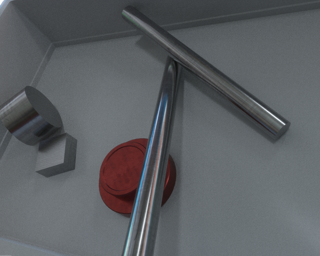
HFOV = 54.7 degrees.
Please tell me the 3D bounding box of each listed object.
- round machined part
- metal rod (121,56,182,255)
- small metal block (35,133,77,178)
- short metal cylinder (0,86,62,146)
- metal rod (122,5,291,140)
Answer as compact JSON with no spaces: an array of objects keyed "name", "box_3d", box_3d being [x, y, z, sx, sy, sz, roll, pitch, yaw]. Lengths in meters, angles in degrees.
[{"name":"round machined part","box_3d":[-0.034,0.056,0.377,0.098,0.042,0.098,-13,56,20]},{"name":"metal rod","box_3d":[0.002,0.003,0.349,0.025,0.025,0.300,-12,40,21]},{"name":"small metal block","box_3d":[-0.153,0.040,0.459,0.050,0.025,0.050,-17,55,17]},{"name":"short metal cylinder","box_3d":[-0.201,-0.019,0.485,0.050,0.080,0.080,-36,52,4]},{"name":"metal rod","box_3d":[0.041,-0.088,0.410,0.025,0.025,0.300,-43,60,-2]}]
